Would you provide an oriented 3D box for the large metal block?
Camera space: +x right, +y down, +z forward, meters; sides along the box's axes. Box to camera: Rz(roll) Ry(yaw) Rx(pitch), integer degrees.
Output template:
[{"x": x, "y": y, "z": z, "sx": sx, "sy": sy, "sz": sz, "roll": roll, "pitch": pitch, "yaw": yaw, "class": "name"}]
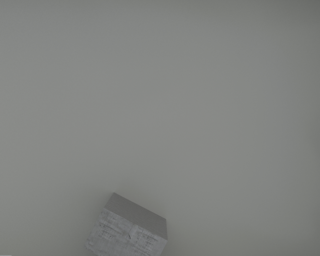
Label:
[{"x": -0.039, "y": 0.129, "z": 0.384, "sx": 0.080, "sy": 0.080, "sz": 0.050, "roll": 28, "pitch": 90, "yaw": -1, "class": "large metal block"}]
